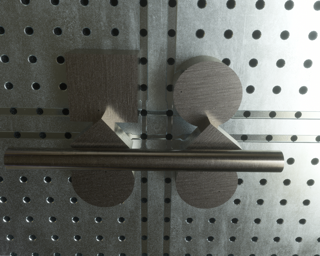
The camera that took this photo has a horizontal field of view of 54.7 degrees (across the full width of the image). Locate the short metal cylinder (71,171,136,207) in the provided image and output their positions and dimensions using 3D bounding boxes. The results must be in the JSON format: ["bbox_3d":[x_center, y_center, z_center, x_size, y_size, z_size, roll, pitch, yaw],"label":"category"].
[{"bbox_3d":[-0.073,0.059,0.420,0.081,0.050,0.079,0,110,0],"label":"short metal cylinder"}]

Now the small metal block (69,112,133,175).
[{"bbox_3d":[-0.068,0.018,0.366,0.050,0.025,0.050,-38,106,13],"label":"small metal block"}]

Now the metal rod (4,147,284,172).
[{"bbox_3d":[-0.016,0.036,0.346,0.302,0.025,0.025,1,110,-1],"label":"metal rod"}]

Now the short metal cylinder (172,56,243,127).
[{"bbox_3d":[0.056,-0.046,0.383,0.081,0.050,0.079,0,110,0],"label":"short metal cylinder"}]

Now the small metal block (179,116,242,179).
[{"bbox_3d":[0.059,0.023,0.369,0.050,0.025,0.050,39,105,-13],"label":"small metal block"}]

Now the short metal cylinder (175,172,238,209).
[{"bbox_3d":[0.061,0.062,0.423,0.081,0.050,0.079,0,110,0],"label":"short metal cylinder"}]

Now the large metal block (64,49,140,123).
[{"bbox_3d":[-0.066,-0.053,0.379,0.081,0.050,0.079,1,110,-1],"label":"large metal block"}]
